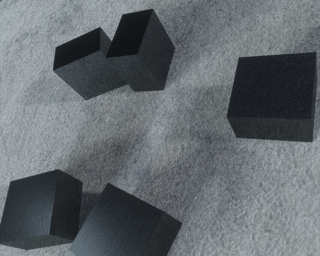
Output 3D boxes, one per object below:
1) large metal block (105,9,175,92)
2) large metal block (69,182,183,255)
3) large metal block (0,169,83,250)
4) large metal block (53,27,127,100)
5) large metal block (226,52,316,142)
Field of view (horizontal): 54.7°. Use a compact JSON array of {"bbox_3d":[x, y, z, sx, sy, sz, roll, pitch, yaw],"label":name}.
[{"bbox_3d":[-0.024,-0.109,0.447,0.050,0.080,0.080,1,62,28],"label":"large metal block"},{"bbox_3d":[-0.036,0.117,0.334,0.080,0.050,0.080,18,71,34],"label":"large metal block"},{"bbox_3d":[-0.152,0.107,0.400,0.080,0.050,0.080,-15,56,19],"label":"large metal block"},{"bbox_3d":[-0.104,-0.097,0.481,0.080,0.080,0.050,-18,55,17],"label":"large metal block"},{"bbox_3d":[0.126,-0.033,0.342,0.080,0.050,0.080,3,63,29],"label":"large metal block"}]
